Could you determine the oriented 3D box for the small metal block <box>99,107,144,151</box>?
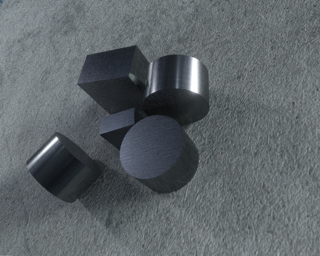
[{"bbox_3d":[-0.044,0.003,0.409,0.050,0.050,0.025,-16,55,19],"label":"small metal block"}]

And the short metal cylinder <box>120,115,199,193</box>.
[{"bbox_3d":[0.000,0.031,0.369,0.080,0.050,0.080,-13,56,21],"label":"short metal cylinder"}]

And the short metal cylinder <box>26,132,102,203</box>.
[{"bbox_3d":[-0.123,0.051,0.402,0.050,0.080,0.080,-47,51,-4],"label":"short metal cylinder"}]

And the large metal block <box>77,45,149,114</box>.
[{"bbox_3d":[-0.053,-0.064,0.436,0.080,0.080,0.050,-4,60,26],"label":"large metal block"}]

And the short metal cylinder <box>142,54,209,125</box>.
[{"bbox_3d":[0.020,-0.045,0.386,0.080,0.080,0.050,-10,58,23],"label":"short metal cylinder"}]
